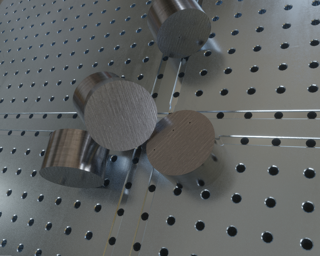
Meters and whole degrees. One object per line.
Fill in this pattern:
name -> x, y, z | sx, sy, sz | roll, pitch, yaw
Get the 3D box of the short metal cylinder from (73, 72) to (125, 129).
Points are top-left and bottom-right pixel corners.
short metal cylinder -> -0.072, -0.031, 0.426 | 0.080, 0.080, 0.050 | -42, 47, -1

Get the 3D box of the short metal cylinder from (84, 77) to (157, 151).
short metal cylinder -> -0.048, -0.018, 0.366 | 0.080, 0.080, 0.050 | -43, 19, -2

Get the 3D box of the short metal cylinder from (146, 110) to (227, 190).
short metal cylinder -> 0.031, 0.026, 0.359 | 0.080, 0.050, 0.080 | -13, 57, 20

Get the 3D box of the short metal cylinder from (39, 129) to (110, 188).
short metal cylinder -> -0.109, 0.042, 0.402 | 0.080, 0.080, 0.050 | -9, 58, 23

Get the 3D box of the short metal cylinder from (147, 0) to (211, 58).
short metal cylinder -> 0.027, -0.149, 0.449 | 0.080, 0.080, 0.050 | -29, 52, 9
